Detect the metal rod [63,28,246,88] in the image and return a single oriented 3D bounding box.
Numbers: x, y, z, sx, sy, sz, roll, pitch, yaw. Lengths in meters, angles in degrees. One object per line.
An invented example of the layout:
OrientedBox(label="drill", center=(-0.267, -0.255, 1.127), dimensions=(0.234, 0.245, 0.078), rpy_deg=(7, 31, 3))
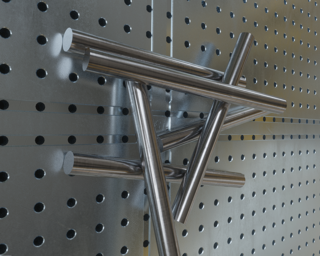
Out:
OrientedBox(label="metal rod", center=(0.018, -0.083, 0.422), dimensions=(0.302, 0.025, 0.025), rpy_deg=(5, 87, -40))

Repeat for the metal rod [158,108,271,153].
OrientedBox(label="metal rod", center=(0.109, -0.012, 0.498), dimensions=(0.302, 0.025, 0.025), rpy_deg=(-16, 101, -39))

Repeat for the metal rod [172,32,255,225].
OrientedBox(label="metal rod", center=(0.079, -0.012, 0.439), dimensions=(0.025, 0.025, 0.300), rpy_deg=(37, 67, -34))

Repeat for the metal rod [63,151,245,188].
OrientedBox(label="metal rod", center=(0.018, 0.062, 0.422), dimensions=(0.302, 0.025, 0.025), rpy_deg=(13, 82, -39))

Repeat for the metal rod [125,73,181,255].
OrientedBox(label="metal rod", center=(-0.002, 0.078, 0.363), dimensions=(0.025, 0.025, 0.299), rpy_deg=(-6, 81, -40))

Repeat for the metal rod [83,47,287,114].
OrientedBox(label="metal rod", center=(0.053, -0.053, 0.398), dimensions=(0.302, 0.025, 0.025), rpy_deg=(8, 85, -30))
